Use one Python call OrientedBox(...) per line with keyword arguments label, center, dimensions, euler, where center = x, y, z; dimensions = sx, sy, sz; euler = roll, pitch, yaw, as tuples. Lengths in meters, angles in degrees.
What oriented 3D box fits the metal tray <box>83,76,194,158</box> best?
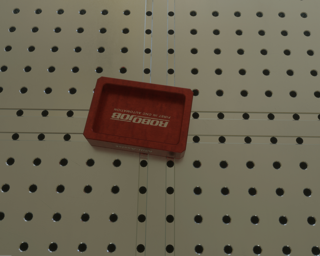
OrientedBox(label="metal tray", center=(-0.026, -0.015, 0.414), dimensions=(0.131, 0.030, 0.090), euler=(9, 70, 3))
